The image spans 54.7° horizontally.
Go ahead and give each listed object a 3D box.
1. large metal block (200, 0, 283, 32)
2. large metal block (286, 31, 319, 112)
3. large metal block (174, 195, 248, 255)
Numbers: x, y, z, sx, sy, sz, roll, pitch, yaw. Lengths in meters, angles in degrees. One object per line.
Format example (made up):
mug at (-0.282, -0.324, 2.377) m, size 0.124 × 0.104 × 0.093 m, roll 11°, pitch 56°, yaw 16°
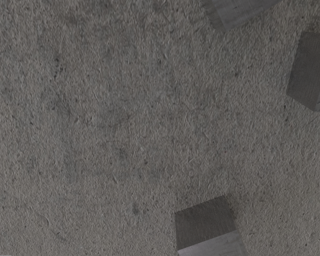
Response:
large metal block at (0.088, -0.147, 0.327) m, size 0.080 × 0.080 × 0.050 m, roll -28°, pitch 108°, yaw 10°
large metal block at (0.195, -0.066, 0.358) m, size 0.050 × 0.080 × 0.079 m, roll 6°, pitch 110°, yaw -2°
large metal block at (0.069, 0.149, 0.436) m, size 0.080 × 0.080 × 0.050 m, roll -22°, pitch 109°, yaw 8°
